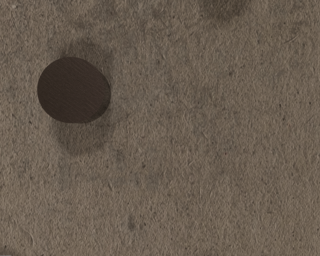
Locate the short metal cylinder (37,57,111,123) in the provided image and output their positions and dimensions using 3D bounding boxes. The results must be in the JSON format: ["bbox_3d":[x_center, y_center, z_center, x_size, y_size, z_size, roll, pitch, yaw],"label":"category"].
[{"bbox_3d":[-0.107,-0.046,0.396,0.081,0.050,0.079,0,90,-1],"label":"short metal cylinder"}]
